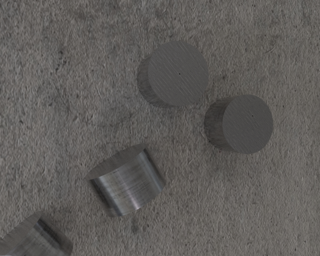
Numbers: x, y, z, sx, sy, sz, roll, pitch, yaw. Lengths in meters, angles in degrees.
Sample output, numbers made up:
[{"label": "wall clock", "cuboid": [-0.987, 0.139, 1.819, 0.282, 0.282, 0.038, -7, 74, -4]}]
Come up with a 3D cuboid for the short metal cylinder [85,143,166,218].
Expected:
[{"label": "short metal cylinder", "cuboid": [-0.040, 0.060, 0.365, 0.080, 0.080, 0.050, -31, 100, -17]}]

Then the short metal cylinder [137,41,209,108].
[{"label": "short metal cylinder", "cuboid": [0.015, -0.067, 0.401, 0.081, 0.050, 0.080, 0, 90, -20]}]

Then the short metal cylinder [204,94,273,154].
[{"label": "short metal cylinder", "cuboid": [0.110, -0.005, 0.436, 0.081, 0.050, 0.080, 0, 90, -20]}]

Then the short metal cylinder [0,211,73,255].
[{"label": "short metal cylinder", "cuboid": [-0.141, 0.136, 0.328, 0.080, 0.080, 0.050, -42, 103, -15]}]
